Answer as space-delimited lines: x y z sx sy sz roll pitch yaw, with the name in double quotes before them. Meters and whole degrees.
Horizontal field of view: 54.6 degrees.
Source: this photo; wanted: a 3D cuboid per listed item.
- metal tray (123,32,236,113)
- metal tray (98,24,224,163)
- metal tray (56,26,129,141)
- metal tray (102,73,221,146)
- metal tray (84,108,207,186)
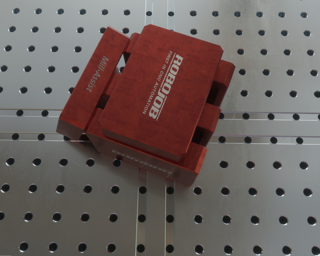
"metal tray" 0.022 -0.067 0.401 0.130 0.090 0.030 19 72 7
"metal tray" 0.004 -0.039 0.327 0.090 0.030 0.130 20 71 7
"metal tray" -0.086 -0.053 0.393 0.030 0.090 0.130 27 71 -14
"metal tray" 0.001 -0.015 0.381 0.130 0.090 0.030 19 70 5
"metal tray" -0.016 0.026 0.367 0.130 0.090 0.030 20 72 7
